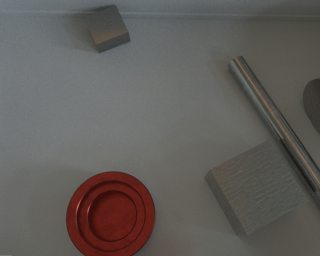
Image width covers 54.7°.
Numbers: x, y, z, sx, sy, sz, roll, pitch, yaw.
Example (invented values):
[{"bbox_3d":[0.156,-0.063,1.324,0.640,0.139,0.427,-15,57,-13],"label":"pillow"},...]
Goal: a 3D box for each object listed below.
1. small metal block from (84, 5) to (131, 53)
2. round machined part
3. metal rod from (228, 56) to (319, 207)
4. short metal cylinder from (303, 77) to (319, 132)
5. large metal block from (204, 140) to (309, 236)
[{"bbox_3d":[-0.078,-0.147,0.460,0.050,0.025,0.050,-23,75,-6],"label":"small metal block"},{"bbox_3d":[-0.055,0.103,0.362,0.099,0.042,0.098,0,70,-1],"label":"round machined part"},{"bbox_3d":[0.175,0.030,0.400,0.025,0.025,0.299,-25,72,-9],"label":"metal rod"},{"bbox_3d":[0.231,-0.032,0.395,0.050,0.080,0.080,-20,72,-7],"label":"short metal cylinder"},{"bbox_3d":[0.111,0.072,0.371,0.080,0.050,0.080,-25,72,-9],"label":"large metal block"}]
